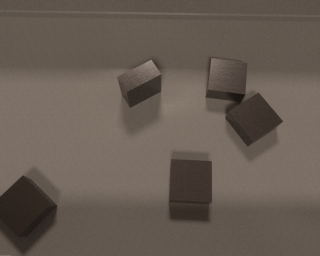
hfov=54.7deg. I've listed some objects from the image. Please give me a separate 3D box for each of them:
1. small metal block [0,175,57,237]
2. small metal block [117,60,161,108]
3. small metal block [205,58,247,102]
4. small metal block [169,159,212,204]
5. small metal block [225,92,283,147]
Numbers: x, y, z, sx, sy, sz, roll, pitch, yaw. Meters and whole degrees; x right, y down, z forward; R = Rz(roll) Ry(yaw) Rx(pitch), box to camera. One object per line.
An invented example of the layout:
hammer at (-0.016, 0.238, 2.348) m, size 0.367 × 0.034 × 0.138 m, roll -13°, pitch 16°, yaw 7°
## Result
small metal block at (-0.163, 0.094, 0.373) m, size 0.050 × 0.025 × 0.050 m, roll 40°, pitch 74°, yaw 13°
small metal block at (-0.026, -0.058, 0.417) m, size 0.050 × 0.050 × 0.025 m, roll -29°, pitch 73°, yaw -10°
small metal block at (0.093, -0.067, 0.435) m, size 0.050 × 0.025 × 0.050 m, roll 8°, pitch 70°, yaw 2°
small metal block at (0.038, 0.067, 0.386) m, size 0.050 × 0.025 × 0.050 m, roll 3°, pitch 70°, yaw 0°
small metal block at (0.125, -0.011, 0.415) m, size 0.050 × 0.025 × 0.050 m, roll -31°, pitch 73°, yaw -11°
